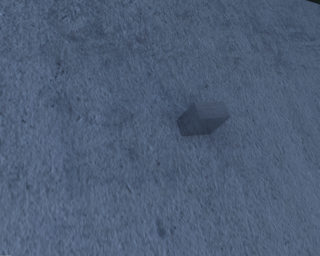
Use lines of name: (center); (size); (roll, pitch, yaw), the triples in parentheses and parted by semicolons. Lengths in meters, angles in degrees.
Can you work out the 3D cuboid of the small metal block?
small metal block: (0.059, -0.012, 0.426); (0.050, 0.050, 0.025); (-3, 63, -30)
